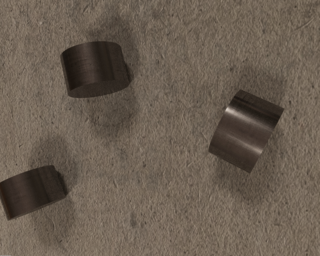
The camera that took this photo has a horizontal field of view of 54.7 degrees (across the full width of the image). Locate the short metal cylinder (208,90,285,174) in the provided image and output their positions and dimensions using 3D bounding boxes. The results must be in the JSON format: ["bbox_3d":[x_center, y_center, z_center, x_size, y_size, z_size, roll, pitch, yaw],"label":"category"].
[{"bbox_3d":[0.096,0.004,0.346,0.050,0.080,0.080,28,99,17],"label":"short metal cylinder"}]

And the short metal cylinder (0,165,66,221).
[{"bbox_3d":[-0.183,0.092,0.442,0.080,0.080,0.050,-26,82,18],"label":"short metal cylinder"}]

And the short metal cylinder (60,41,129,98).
[{"bbox_3d":[-0.085,-0.075,0.409,0.080,0.080,0.050,-14,85,19],"label":"short metal cylinder"}]
